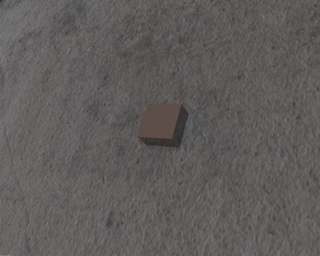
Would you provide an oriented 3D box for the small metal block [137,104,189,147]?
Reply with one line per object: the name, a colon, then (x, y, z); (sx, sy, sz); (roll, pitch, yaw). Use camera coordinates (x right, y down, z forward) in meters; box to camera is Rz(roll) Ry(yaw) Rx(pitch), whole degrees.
small metal block: (0.004, -0.004, 0.405); (0.050, 0.025, 0.050); (2, 63, 29)
